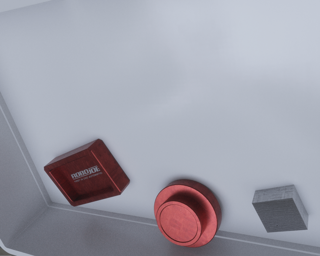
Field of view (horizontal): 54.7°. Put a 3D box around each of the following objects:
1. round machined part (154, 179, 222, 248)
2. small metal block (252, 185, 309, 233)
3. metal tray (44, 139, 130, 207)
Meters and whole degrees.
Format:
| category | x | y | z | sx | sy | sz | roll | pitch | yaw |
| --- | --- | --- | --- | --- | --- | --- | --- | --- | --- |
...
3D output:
| category | x | y | z | sx | sy | sz | roll | pitch | yaw |
| --- | --- | --- | --- | --- | --- | --- | --- | --- | --- |
| round machined part | 0.034 | 0.126 | 0.441 | 0.098 | 0.042 | 0.097 | 7 | 106 | 26 |
| small metal block | 0.152 | 0.103 | 0.392 | 0.050 | 0.025 | 0.050 | -19 | 109 | 35 |
| metal tray | -0.124 | 0.079 | 0.517 | 0.130 | 0.030 | 0.090 | -22 | 107 | 35 |
